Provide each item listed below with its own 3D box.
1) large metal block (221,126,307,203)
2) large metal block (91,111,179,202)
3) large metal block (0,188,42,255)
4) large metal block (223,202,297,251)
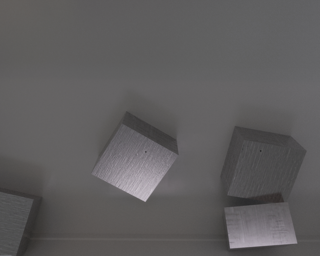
[{"bbox_3d":[0.135,0.049,0.417,0.081,0.050,0.079,10,110,-4],"label":"large metal block"},{"bbox_3d":[-0.032,0.037,0.411,0.080,0.050,0.080,30,107,-11],"label":"large metal block"},{"bbox_3d":[-0.220,0.127,0.425,0.080,0.050,0.080,15,79,-6],"label":"large metal block"},{"bbox_3d":[0.131,0.137,0.424,0.080,0.080,0.050,-7,65,6],"label":"large metal block"}]
